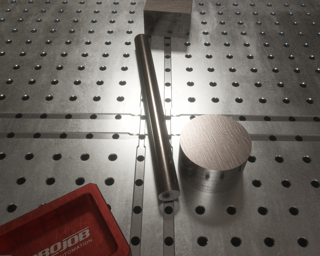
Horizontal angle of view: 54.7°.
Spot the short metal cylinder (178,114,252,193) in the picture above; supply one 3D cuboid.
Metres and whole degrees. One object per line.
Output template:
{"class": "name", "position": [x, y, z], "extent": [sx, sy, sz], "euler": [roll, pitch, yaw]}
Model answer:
{"class": "short metal cylinder", "position": [0.062, 0.030, 0.367], "extent": [0.081, 0.050, 0.080], "euler": [0, 50, 0]}

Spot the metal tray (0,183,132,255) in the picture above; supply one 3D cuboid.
{"class": "metal tray", "position": [-0.104, 0.121, 0.300], "extent": [0.131, 0.030, 0.090], "euler": [-24, 54, -20]}

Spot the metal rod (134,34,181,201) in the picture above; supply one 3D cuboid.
{"class": "metal rod", "position": [-0.011, -0.038, 0.439], "extent": [0.025, 0.025, 0.300], "euler": [-6, 50, -6]}

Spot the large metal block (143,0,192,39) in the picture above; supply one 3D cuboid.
{"class": "large metal block", "position": [0.017, -0.212, 0.570], "extent": [0.080, 0.050, 0.080], "euler": [6, 50, 4]}
